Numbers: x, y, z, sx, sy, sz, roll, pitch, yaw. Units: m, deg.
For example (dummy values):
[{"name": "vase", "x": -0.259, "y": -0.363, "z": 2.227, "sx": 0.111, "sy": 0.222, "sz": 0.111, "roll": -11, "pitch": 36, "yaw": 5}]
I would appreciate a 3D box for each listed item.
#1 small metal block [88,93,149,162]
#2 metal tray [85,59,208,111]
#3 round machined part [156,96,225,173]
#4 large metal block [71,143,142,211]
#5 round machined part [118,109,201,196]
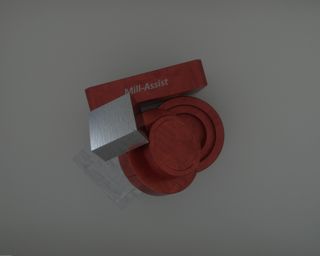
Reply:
[{"name": "small metal block", "x": -0.044, "y": -0.001, "z": 0.317, "sx": 0.050, "sy": 0.025, "sz": 0.050, "roll": -24, "pitch": 51, "yaw": 12}, {"name": "metal tray", "x": -0.015, "y": -0.045, "z": 0.377, "sx": 0.131, "sy": 0.090, "sz": 0.030, "roll": -15, "pitch": 91, "yaw": -1}, {"name": "round machined part", "x": 0.031, "y": 0.009, "z": 0.403, "sx": 0.099, "sy": 0.042, "sz": 0.097, "roll": 0, "pitch": 90, "yaw": -1}, {"name": "large metal block", "x": -0.052, "y": 0.046, "z": 0.382, "sx": 0.050, "sy": 0.080, "sz": 0.080, "roll": -44, "pitch": 91, "yaw": 0}, {"name": "round machined part", "x": 0.006, "y": 0.024, "z": 0.344, "sx": 0.099, "sy": 0.042, "sz": 0.098, "roll": 14, "pitch": 65, "yaw": -31}]
